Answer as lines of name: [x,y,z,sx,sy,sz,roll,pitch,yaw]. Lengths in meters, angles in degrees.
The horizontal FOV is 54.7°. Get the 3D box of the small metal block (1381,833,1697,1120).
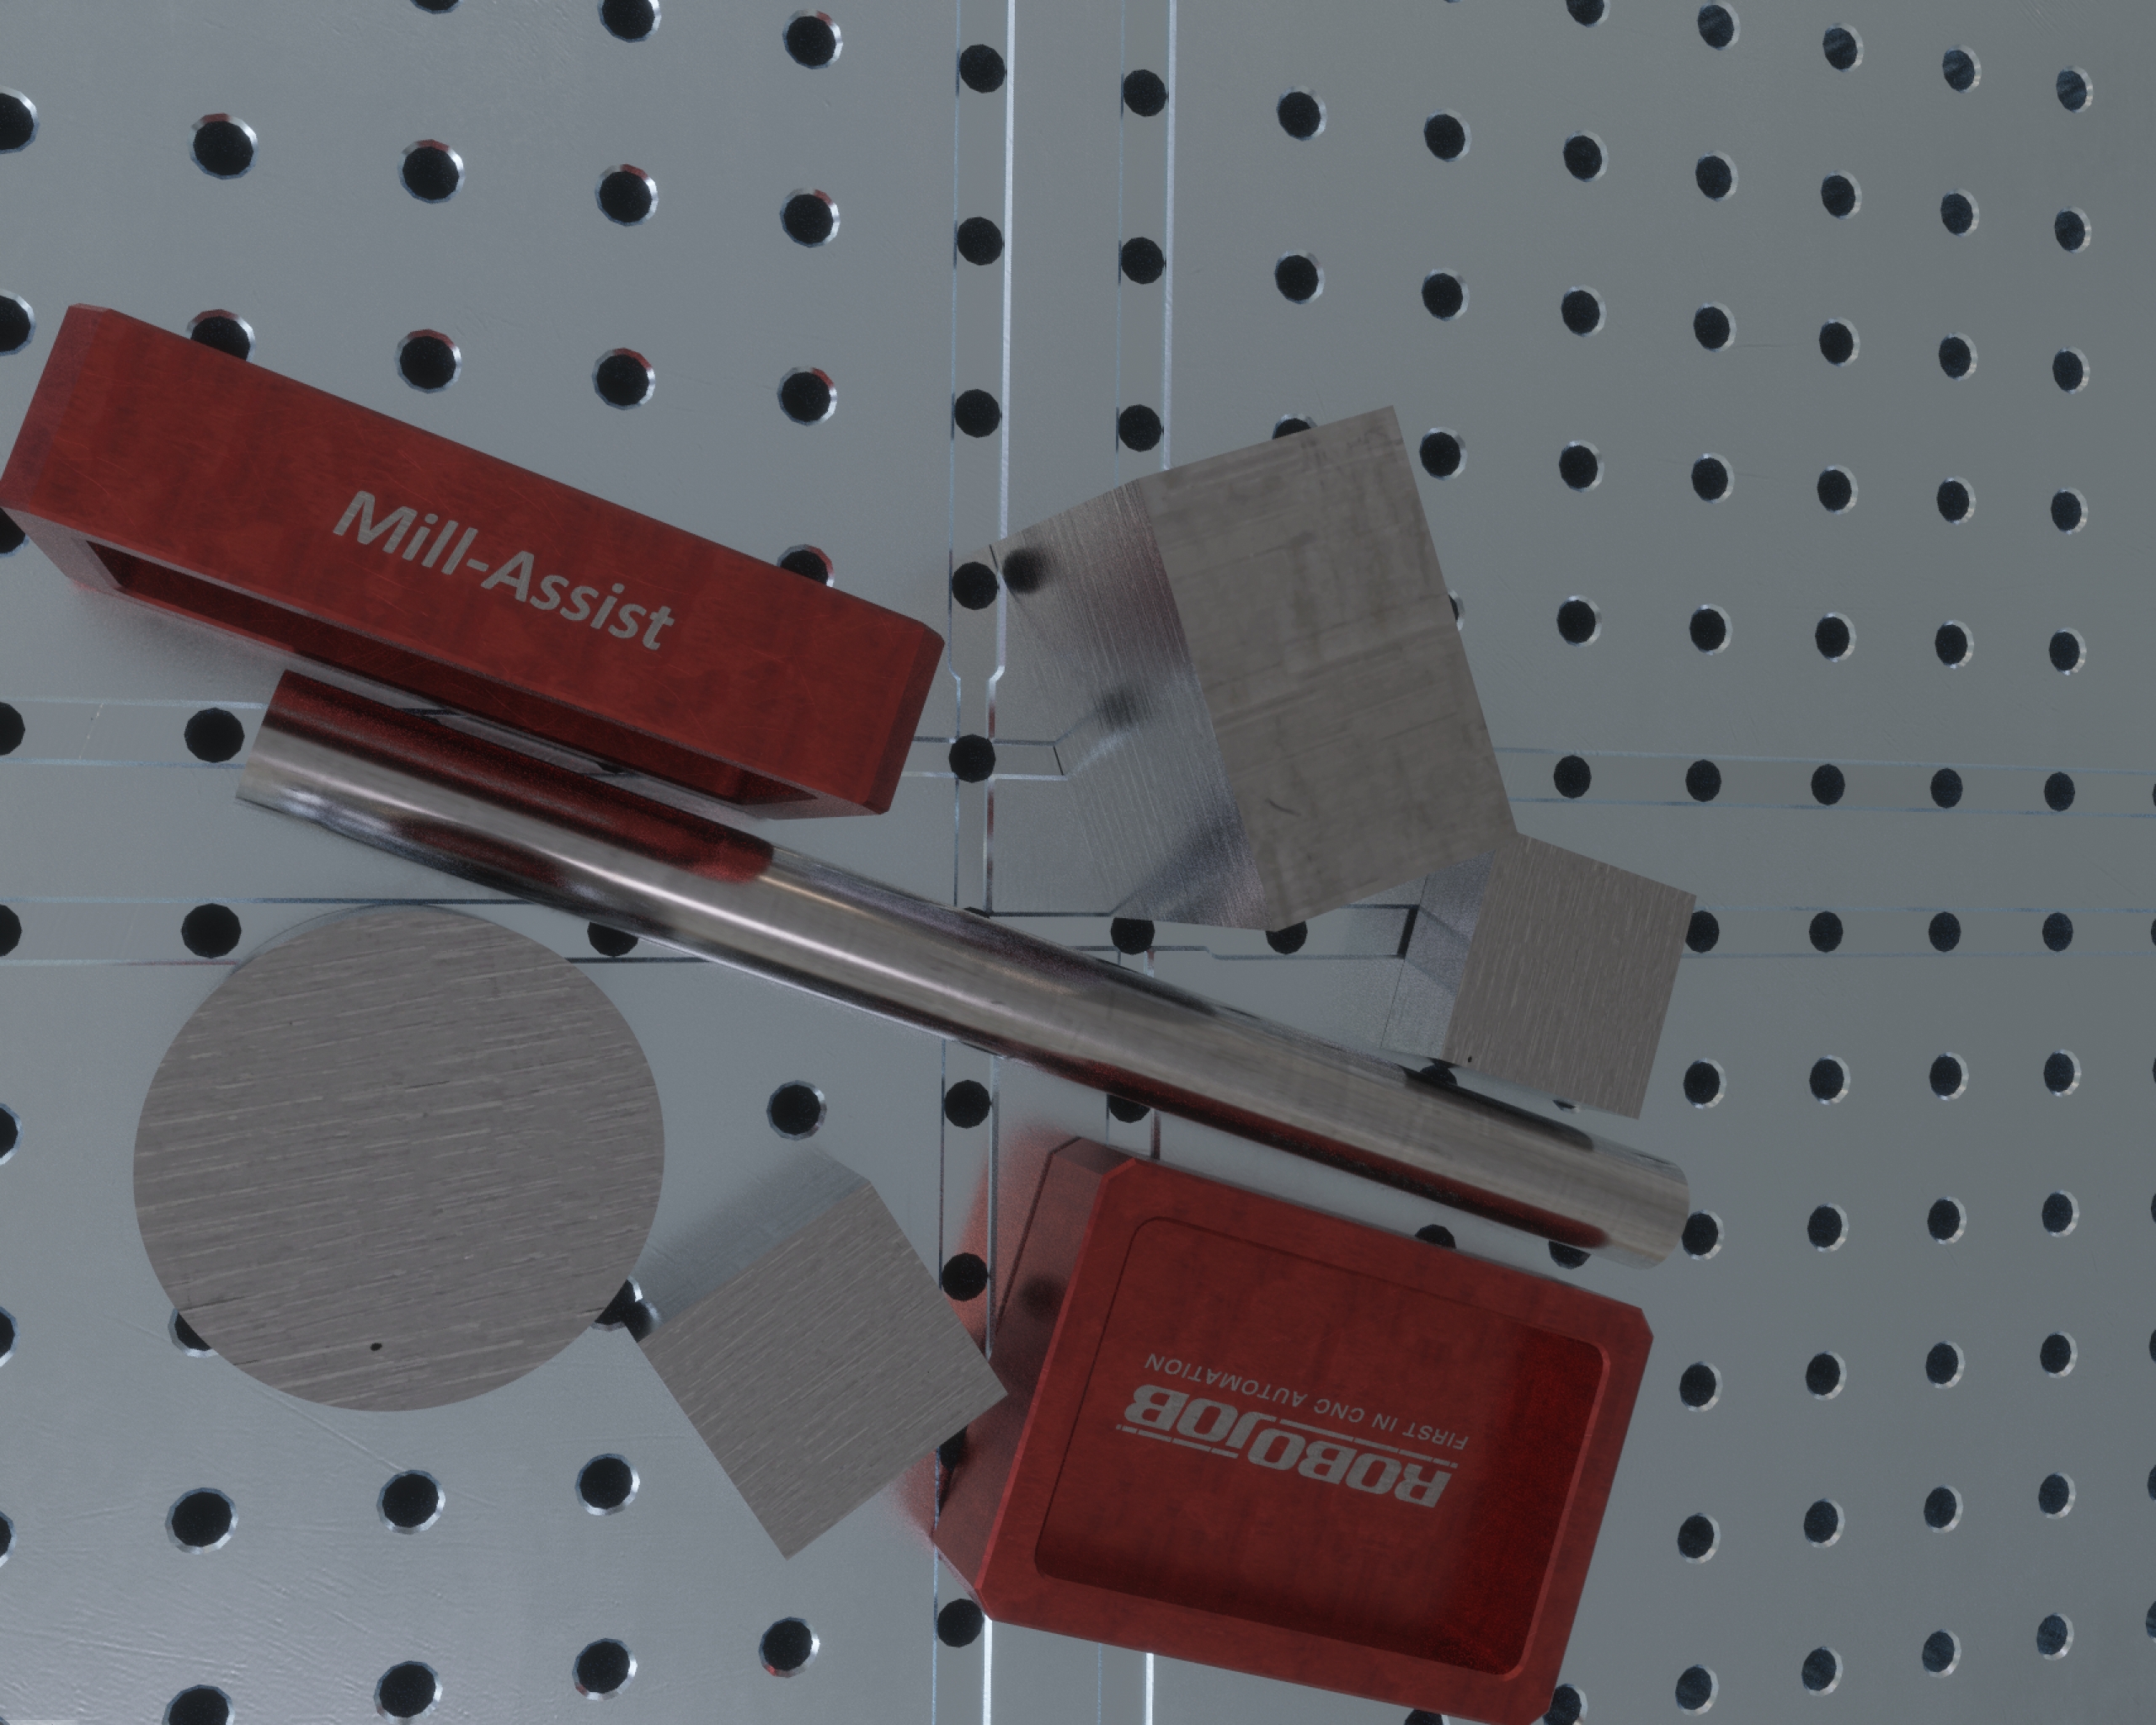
small metal block: [0.099,0.024,0.449,0.050,0.025,0.050,18,84,-19]

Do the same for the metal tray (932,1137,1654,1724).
metal tray: [0.046,0.117,0.426,0.131,0.030,0.090,19,84,-19]

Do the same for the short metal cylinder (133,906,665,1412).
short metal cylinder: [-0.115,0.047,0.356,0.081,0.050,0.080,0,90,-20]

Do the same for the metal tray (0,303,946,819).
metal tray: [-0.097,-0.042,0.341,0.131,0.090,0.030,20,84,-19]

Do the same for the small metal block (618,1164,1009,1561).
small metal block: [-0.050,0.093,0.395,0.050,0.025,0.050,-34,101,-17]

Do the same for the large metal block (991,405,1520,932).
large metal block: [0.031,-0.034,0.396,0.050,0.080,0.080,-20,97,-19]

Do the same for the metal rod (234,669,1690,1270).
metal rod: [-0.008,0.028,0.410,0.302,0.025,0.025,20,83,-19]
